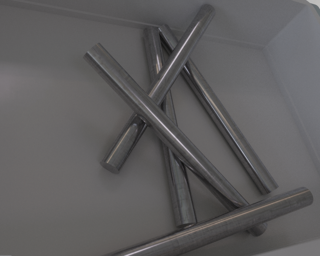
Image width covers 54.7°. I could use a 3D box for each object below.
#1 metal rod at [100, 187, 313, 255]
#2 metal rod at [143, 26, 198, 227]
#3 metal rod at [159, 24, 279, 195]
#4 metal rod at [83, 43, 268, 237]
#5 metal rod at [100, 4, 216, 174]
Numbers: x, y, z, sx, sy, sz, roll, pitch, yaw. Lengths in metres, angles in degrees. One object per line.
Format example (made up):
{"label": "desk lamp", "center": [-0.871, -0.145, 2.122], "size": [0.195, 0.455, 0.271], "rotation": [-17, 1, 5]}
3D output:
{"label": "metal rod", "center": [0.051, 0.113, 0.338], "size": [0.303, 0.025, 0.025], "rotation": [-11, 67, -24]}
{"label": "metal rod", "center": [0.008, -0.020, 0.422], "size": [0.025, 0.025, 0.299], "rotation": [5, 60, -26]}
{"label": "metal rod", "center": [0.080, -0.036, 0.469], "size": [0.025, 0.025, 0.299], "rotation": [-22, 73, -36]}
{"label": "metal rod", "center": [0.025, 0.021, 0.369], "size": [0.300, 0.025, 0.025], "rotation": [47, 50, -10]}
{"label": "metal rod", "center": [0.010, -0.070, 0.419], "size": [0.025, 0.025, 0.300], "rotation": [34, 62, -7]}
